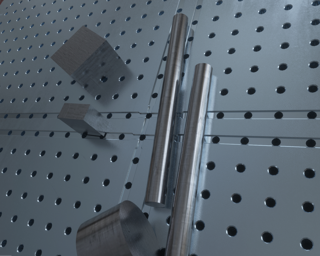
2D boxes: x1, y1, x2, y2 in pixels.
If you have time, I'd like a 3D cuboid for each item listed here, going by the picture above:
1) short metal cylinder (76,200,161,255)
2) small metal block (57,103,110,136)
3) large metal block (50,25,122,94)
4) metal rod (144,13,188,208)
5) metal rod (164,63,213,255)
[{"bbox_3d":[-0.040,0.122,0.318,0.050,0.080,0.080,-30,52,9],"label":"short metal cylinder"},{"bbox_3d":[-0.112,-0.012,0.456,0.050,0.050,0.025,5,65,30],"label":"small metal block"},{"bbox_3d":[-0.126,-0.118,0.529,0.080,0.050,0.080,-47,52,-5],"label":"large metal block"},{"bbox_3d":[0.014,-0.043,0.426,0.025,0.025,0.299,-6,59,25],"label":"metal rod"},{"bbox_3d":[0.033,0.050,0.358,0.025,0.025,0.299,-3,60,26],"label":"metal rod"}]
